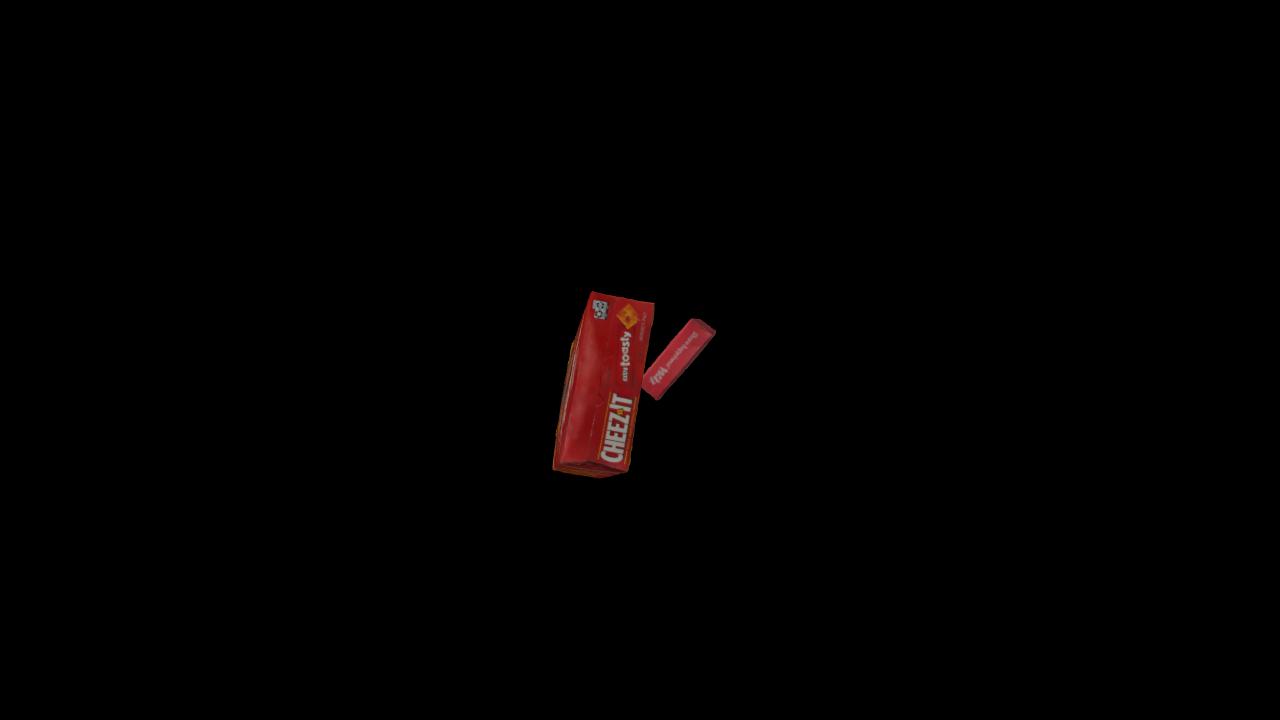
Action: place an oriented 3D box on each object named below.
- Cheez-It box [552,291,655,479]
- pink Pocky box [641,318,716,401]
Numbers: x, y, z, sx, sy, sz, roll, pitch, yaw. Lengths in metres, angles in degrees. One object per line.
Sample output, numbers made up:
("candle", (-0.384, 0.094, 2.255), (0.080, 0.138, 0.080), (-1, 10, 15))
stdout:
("Cheez-It box", (-0.047, 0.039, 0.663), (0.071, 0.166, 0.223), (10, -14, -8))
("pink Pocky box", (0.043, -0.005, 0.653), (0.029, 0.084, 0.155), (40, 8, 4))
